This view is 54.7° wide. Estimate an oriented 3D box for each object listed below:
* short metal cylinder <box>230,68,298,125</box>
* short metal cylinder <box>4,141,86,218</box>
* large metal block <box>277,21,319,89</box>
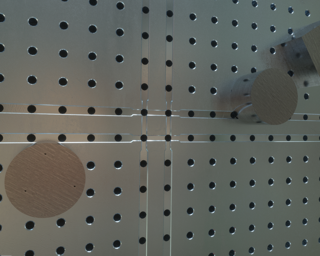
[{"bbox_3d":[0.152,-0.044,0.455,0.081,0.050,0.079,0,90,-20],"label":"short metal cylinder"},{"bbox_3d":[-0.129,0.055,0.352,0.081,0.050,0.079,0,90,-20],"label":"short metal cylinder"},{"bbox_3d":[0.248,-0.119,0.491,0.080,0.050,0.080,-33,101,-17],"label":"large metal block"}]
